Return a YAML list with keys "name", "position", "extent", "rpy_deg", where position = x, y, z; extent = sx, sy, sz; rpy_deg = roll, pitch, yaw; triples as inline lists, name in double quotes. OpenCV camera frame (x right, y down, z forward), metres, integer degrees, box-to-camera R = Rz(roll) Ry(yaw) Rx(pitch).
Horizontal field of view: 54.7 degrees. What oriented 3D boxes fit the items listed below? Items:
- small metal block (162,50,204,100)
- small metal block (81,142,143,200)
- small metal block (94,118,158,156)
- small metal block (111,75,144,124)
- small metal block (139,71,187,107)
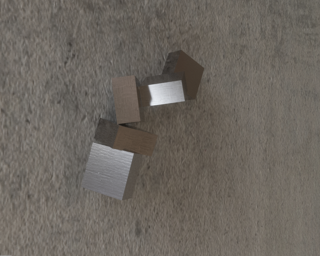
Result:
- name: "small metal block"
  position: [0.031, -0.072, 0.433]
  extent: [0.050, 0.025, 0.050]
  rpy_deg: [29, 72, -37]
- name: "small metal block"
  position: [-0.052, 0.047, 0.339]
  extent: [0.025, 0.050, 0.050]
  rpy_deg: [21, 82, -70]
- name: "small metal block"
  position: [-0.039, 0.010, 0.353]
  extent: [0.050, 0.050, 0.025]
  rpy_deg: [15, 92, -36]
- name: "small metal block"
  position: [-0.035, -0.031, 0.356]
  extent: [0.025, 0.050, 0.050]
  rpy_deg: [-7, 90, 2]
- name: "small metal block"
  position: [0.005, -0.049, 0.380]
  extent: [0.050, 0.050, 0.025]
  rpy_deg: [-70, 151, -67]
